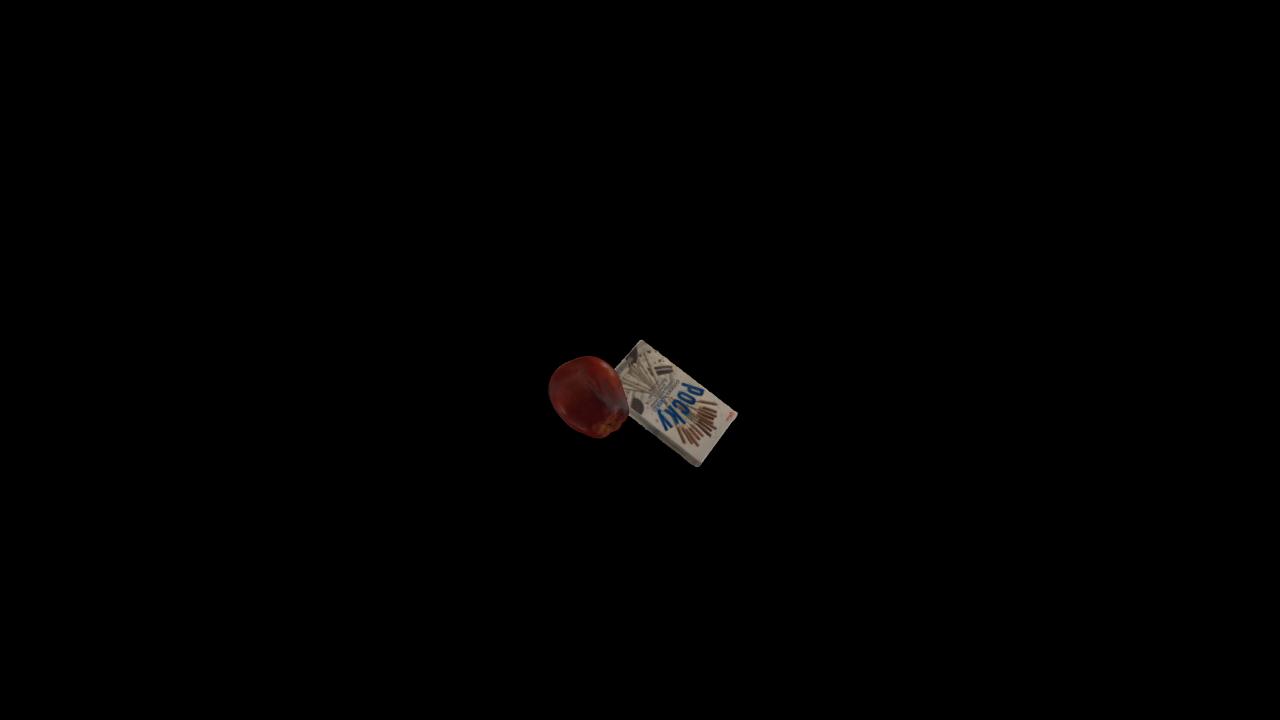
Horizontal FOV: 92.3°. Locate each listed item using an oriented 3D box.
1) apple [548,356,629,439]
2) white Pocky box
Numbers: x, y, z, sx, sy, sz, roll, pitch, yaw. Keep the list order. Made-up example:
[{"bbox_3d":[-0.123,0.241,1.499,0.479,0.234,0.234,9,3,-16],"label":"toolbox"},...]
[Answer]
[{"bbox_3d":[-0.055,0.039,0.657,0.079,0.093,0.079,-26,-31,-17],"label":"apple"},{"bbox_3d":[0.034,0.052,0.755,0.154,0.084,0.028,37,-23,8],"label":"white Pocky box"}]
